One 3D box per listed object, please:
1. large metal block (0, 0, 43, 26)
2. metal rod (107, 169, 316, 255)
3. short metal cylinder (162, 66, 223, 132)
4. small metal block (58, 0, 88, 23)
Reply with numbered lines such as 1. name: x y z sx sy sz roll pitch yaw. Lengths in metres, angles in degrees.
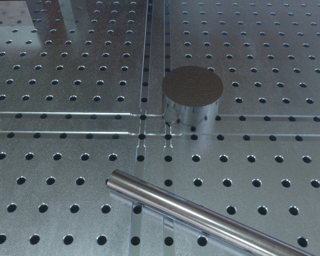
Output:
1. large metal block: -0.279 -0.237 0.587 0.081 0.050 0.080 -2 50 -2
2. metal rod: 0.081 0.110 0.316 0.301 0.025 0.025 21 53 16
3. short metal cylinder: 0.043 -0.041 0.426 0.081 0.050 0.080 0 50 0
4. small metal block: -0.165 -0.238 0.589 0.025 0.050 0.050 15 52 12
